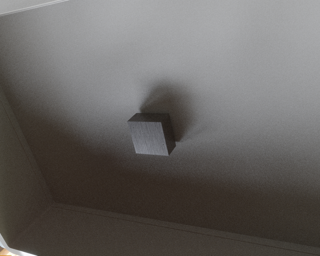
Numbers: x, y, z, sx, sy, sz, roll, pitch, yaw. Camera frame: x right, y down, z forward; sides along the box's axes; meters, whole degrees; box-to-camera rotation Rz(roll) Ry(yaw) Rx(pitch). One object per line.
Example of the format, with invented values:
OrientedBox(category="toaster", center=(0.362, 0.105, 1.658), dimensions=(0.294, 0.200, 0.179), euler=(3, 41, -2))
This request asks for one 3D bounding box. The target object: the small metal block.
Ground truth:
OrientedBox(category="small metal block", center=(-0.010, 0.008, 0.415), dimensions=(0.050, 0.025, 0.050), euler=(2, 120, 28))
